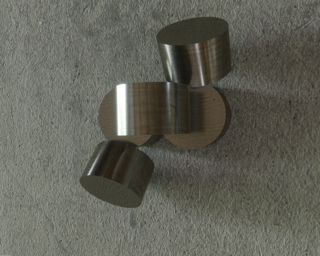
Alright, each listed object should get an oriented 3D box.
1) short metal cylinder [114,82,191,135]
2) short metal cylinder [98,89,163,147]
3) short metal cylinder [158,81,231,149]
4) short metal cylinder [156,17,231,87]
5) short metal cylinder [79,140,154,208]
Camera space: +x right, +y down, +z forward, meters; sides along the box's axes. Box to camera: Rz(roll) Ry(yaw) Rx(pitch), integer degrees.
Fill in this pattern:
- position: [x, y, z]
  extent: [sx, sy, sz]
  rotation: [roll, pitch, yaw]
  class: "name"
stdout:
- position: [-0.008, -0.018, 0.330]
  extent: [0.080, 0.080, 0.050]
  rotation: [-1, 90, 19]
  class: "short metal cylinder"
- position: [-0.032, -0.015, 0.407]
  extent: [0.080, 0.050, 0.079]
  rotation: [0, 90, 19]
  class: "short metal cylinder"
- position: [0.044, -0.015, 0.380]
  extent: [0.080, 0.050, 0.079]
  rotation: [0, 90, 19]
  class: "short metal cylinder"
- position: [0.040, -0.089, 0.359]
  extent: [0.080, 0.080, 0.050]
  rotation: [1, 129, 19]
  class: "short metal cylinder"
- position: [-0.053, 0.060, 0.391]
  extent: [0.080, 0.080, 0.050]
  rotation: [8, 54, 19]
  class: "short metal cylinder"
